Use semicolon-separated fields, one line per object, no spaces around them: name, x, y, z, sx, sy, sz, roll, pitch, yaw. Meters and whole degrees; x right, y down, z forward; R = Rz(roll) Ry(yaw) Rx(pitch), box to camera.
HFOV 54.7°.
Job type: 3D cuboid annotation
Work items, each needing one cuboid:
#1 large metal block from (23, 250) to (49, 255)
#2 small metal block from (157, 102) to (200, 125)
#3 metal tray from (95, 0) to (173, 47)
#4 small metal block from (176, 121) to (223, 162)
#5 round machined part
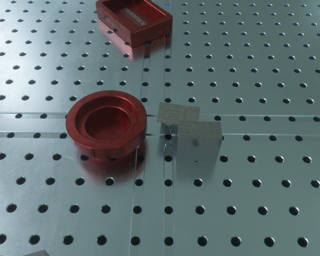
large metal block;-0.121;0.147;0.247;0.081;0.080;0.050;-13;52;-11
small metal block;0.025;-0.016;0.403;0.050;0.050;0.025;8;91;6
metal tray;-0.049;-0.208;0.578;0.091;0.030;0.130;-29;56;-23
small metal block;0.046;0.017;0.377;0.050;0.050;0.025;1;52;1
round machined part;-0.066;0.000;0.396;0.099;0.042;0.098;0;50;0
